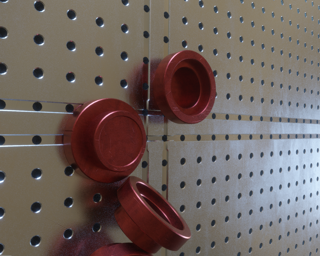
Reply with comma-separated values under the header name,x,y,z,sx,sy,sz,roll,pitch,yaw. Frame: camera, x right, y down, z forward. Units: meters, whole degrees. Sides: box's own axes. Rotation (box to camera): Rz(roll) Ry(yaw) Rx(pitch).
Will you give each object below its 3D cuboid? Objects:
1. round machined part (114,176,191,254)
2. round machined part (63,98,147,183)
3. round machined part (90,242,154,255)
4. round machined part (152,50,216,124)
name,x,y,z,sx,sy,sz,roll,pitch,yaw
round machined part,-0.014,0.105,0.360,0.042,0.098,0.098,-47,123,3
round machined part,-0.055,0.014,0.354,0.099,0.042,0.097,0,90,-40
round machined part,-0.050,0.170,0.345,0.099,0.042,0.097,-10,112,-25
round machined part,0.029,-0.054,0.424,0.099,0.042,0.097,0,90,-40
